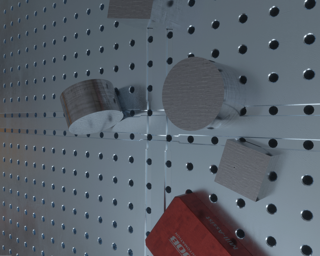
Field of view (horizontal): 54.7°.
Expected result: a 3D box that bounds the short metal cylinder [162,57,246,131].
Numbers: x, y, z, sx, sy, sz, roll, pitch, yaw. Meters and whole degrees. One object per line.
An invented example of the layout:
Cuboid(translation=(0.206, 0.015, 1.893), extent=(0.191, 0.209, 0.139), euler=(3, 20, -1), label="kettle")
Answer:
Cuboid(translation=(0.049, -0.037, 0.352), extent=(0.080, 0.050, 0.079), euler=(0, 90, 40), label="short metal cylinder")

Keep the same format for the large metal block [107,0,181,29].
Cuboid(translation=(-0.018, -0.178, 0.408), extent=(0.080, 0.050, 0.079), euler=(17, 101, 38), label="large metal block")

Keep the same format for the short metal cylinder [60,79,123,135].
Cuboid(translation=(-0.100, -0.030, 0.456), extent=(0.080, 0.081, 0.050), euler=(-33, 70, 35), label="short metal cylinder")

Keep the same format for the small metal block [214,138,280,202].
Cuboid(translation=(0.093, 0.043, 0.333), extent=(0.050, 0.025, 0.050), euler=(23, 105, 37), label="small metal block")

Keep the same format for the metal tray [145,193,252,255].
Cuboid(translation=(0.048, 0.153, 0.366), extent=(0.130, 0.030, 0.089), euler=(45, 117, 30), label="metal tray")
